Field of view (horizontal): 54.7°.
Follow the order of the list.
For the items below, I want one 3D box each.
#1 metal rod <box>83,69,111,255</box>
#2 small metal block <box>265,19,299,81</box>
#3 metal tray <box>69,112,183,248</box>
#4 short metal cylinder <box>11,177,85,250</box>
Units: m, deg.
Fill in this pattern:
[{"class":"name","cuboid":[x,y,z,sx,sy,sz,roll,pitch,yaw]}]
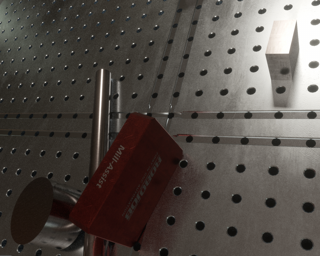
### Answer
[{"class":"metal rod","cuboid":[-0.084,0.037,0.427,0.025,0.025,0.299,-17,55,18]},{"class":"small metal block","cuboid":[0.148,-0.092,0.371,0.025,0.050,0.050,7,65,31]},{"class":"metal tray","cuboid":[-0.030,0.059,0.344,0.030,0.090,0.130,18,71,35]},{"class":"short metal cylinder","cuboid":[-0.139,0.107,0.388,0.080,0.050,0.080,-20,54,31]}]
